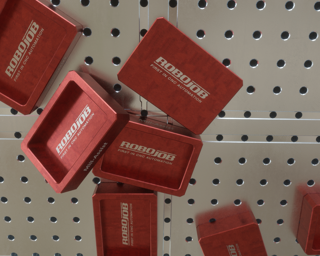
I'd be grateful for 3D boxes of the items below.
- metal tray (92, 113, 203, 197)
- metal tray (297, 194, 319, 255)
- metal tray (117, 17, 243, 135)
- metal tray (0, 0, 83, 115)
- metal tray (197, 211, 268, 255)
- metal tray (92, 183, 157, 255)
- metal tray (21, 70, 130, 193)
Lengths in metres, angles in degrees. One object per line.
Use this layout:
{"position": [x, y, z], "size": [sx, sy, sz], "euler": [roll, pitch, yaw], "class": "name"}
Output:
{"position": [-0.018, 0.035, 0.423], "size": [0.131, 0.030, 0.089], "euler": [15, 109, -6], "class": "metal tray"}
{"position": [0.282, 0.144, 0.465], "size": [0.131, 0.030, 0.089], "euler": [-1, 110, 0], "class": "metal tray"}
{"position": [0.025, -0.063, 0.388], "size": [0.130, 0.030, 0.090], "euler": [35, 106, -12], "class": "metal tray"}
{"position": [-0.166, -0.092, 0.375], "size": [0.090, 0.030, 0.129], "euler": [33, 107, -12], "class": "metal tray"}
{"position": [0.120, 0.201, 0.486], "size": [0.090, 0.030, 0.129], "euler": [-19, 109, 6], "class": "metal tray"}
{"position": [-0.049, 0.146, 0.463], "size": [0.090, 0.030, 0.129], "euler": [0, 110, 0], "class": "metal tray"}
{"position": [-0.109, 0.006, 0.389], "size": [0.090, 0.030, 0.130], "euler": [44, 106, 18], "class": "metal tray"}
